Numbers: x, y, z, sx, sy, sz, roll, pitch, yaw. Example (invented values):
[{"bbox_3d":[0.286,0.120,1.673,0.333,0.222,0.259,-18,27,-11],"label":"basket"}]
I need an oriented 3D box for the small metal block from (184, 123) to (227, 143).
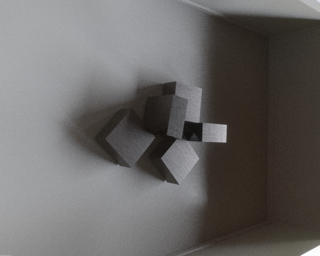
[{"bbox_3d":[0.058,0.007,0.439,0.050,0.050,0.025,4,88,-40],"label":"small metal block"}]

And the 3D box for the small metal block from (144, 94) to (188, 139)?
[{"bbox_3d":[0.005,-0.014,0.394,0.025,0.050,0.050,16,80,-39],"label":"small metal block"}]

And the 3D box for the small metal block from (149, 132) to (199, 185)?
[{"bbox_3d":[0.020,0.041,0.423,0.050,0.025,0.050,-48,119,-29],"label":"small metal block"}]

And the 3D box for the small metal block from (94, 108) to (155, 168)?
[{"bbox_3d":[-0.041,0.012,0.372,0.050,0.025,0.050,-53,121,-27],"label":"small metal block"}]

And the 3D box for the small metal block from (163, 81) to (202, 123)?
[{"bbox_3d":[0.030,-0.034,0.432,0.050,0.025,0.050,8,85,-40],"label":"small metal block"}]
